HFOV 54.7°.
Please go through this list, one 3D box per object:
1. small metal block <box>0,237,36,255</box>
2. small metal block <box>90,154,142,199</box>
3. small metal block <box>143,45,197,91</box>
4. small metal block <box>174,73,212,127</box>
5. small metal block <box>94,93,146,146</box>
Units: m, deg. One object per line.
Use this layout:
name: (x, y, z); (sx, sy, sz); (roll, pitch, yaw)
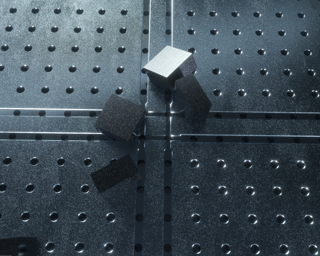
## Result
small metal block: (-0.173, 0.138, 0.346); (0.050, 0.050, 0.025); (-6, 70, -3)
small metal block: (-0.052, 0.060, 0.376); (0.050, 0.050, 0.025); (-28, 73, -10)
small metal block: (0.014, -0.085, 0.432); (0.050, 0.025, 0.050); (-45, 47, -15)
small metal block: (0.042, -0.036, 0.412); (0.025, 0.050, 0.050); (-26, 73, -9)
small metal block: (-0.052, -0.011, 0.415); (0.050, 0.025, 0.050); (24, 72, 8)
